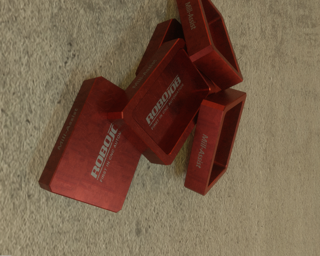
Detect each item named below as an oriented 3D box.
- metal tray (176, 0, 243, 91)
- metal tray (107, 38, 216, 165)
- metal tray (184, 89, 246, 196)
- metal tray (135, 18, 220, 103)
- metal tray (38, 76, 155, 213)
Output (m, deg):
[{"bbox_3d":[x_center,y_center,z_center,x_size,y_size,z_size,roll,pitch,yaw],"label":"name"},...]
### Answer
[{"bbox_3d":[0.065,-0.125,0.415,0.090,0.030,0.130,29,44,-47],"label":"metal tray"},{"bbox_3d":[0.008,-0.032,0.373,0.090,0.030,0.130,49,61,-29],"label":"metal tray"},{"bbox_3d":[0.076,0.017,0.425,0.091,0.030,0.129,-29,133,-53],"label":"metal tray"},{"bbox_3d":[0.036,-0.076,0.435,0.130,0.030,0.090,34,69,-35],"label":"metal tray"},{"bbox_3d":[-0.065,0.019,0.349,0.090,0.030,0.130,31,71,-36],"label":"metal tray"}]
